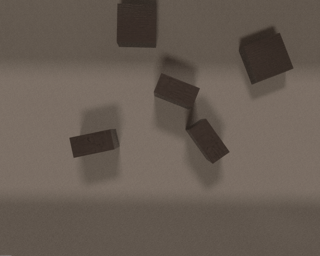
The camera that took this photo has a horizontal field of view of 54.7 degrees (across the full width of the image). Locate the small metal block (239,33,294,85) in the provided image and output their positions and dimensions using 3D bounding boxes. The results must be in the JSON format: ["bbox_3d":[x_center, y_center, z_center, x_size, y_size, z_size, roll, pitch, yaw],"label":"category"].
[{"bbox_3d":[0.141,-0.092,0.413,0.050,0.025,0.050,-21,90,-1],"label":"small metal block"}]

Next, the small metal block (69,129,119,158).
[{"bbox_3d":[-0.082,0.019,0.398,0.050,0.050,0.025,-12,90,0],"label":"small metal block"}]

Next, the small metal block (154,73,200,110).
[{"bbox_3d":[0.020,-0.046,0.399,0.050,0.050,0.025,22,90,-1],"label":"small metal block"}]

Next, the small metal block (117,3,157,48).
[{"bbox_3d":[-0.030,-0.135,0.411,0.050,0.025,0.050,1,90,-1],"label":"small metal block"}]

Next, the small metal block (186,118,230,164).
[{"bbox_3d":[0.060,0.016,0.400,0.025,0.050,0.050,-35,90,0],"label":"small metal block"}]
